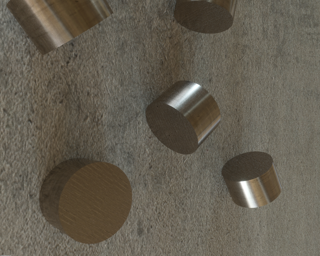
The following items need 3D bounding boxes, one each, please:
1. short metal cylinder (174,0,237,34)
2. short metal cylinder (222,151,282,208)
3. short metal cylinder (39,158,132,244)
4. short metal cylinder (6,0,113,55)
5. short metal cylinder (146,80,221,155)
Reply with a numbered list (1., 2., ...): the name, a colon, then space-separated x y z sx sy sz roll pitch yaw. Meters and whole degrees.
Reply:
1. short metal cylinder: 0.063 -0.171 0.421 0.080 0.080 0.050 20 78 -38
2. short metal cylinder: 0.144 0.080 0.490 0.080 0.080 0.050 -38 114 -34
3. short metal cylinder: -0.077 0.073 0.324 0.081 0.050 0.080 0 90 -40
4. short metal cylinder: -0.092 -0.111 0.291 0.080 0.080 0.050 -46 118 -30
5. short metal cylinder: 0.029 -0.013 0.393 0.050 0.080 0.080 -44 117 -31
